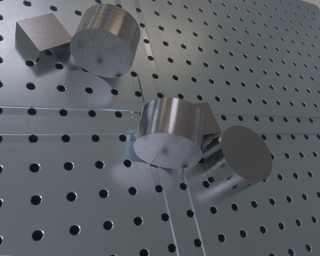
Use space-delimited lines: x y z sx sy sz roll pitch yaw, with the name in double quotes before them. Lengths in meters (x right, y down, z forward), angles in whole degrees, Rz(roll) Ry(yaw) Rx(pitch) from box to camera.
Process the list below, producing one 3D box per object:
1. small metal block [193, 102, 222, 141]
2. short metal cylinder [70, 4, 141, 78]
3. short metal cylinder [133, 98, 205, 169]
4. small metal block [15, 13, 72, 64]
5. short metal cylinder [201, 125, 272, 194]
"small metal block" 0.052 -0.007 0.440 0.050 0.025 0.050 -8 66 -32
"short metal cylinder" -0.070 -0.112 0.404 0.080 0.080 0.050 21 54 -16
"short metal cylinder" 0.012 0.008 0.374 0.080 0.080 0.050 21 54 -16
"small metal block" -0.148 -0.116 0.399 0.050 0.025 0.050 -33 80 -38
"short metal cylinder" 0.103 0.043 0.421 0.081 0.050 0.080 13 56 -21
